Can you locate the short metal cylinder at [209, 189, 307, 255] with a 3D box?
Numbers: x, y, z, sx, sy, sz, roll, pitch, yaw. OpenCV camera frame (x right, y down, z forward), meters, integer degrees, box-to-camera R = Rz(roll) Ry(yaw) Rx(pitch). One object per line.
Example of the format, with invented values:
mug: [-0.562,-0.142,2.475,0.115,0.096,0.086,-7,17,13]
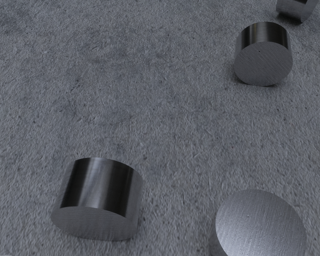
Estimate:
short metal cylinder: [0.091,0.107,0.298,0.080,0.050,0.080,0,50,0]

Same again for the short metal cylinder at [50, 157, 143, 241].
short metal cylinder: [-0.060,0.072,0.306,0.080,0.080,0.050,4,50,3]

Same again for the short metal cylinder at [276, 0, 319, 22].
short metal cylinder: [0.261,-0.245,0.575,0.050,0.080,0.080,34,58,25]

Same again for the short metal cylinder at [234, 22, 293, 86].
short metal cylinder: [0.152,-0.109,0.460,0.080,0.080,0.050,8,51,7]
